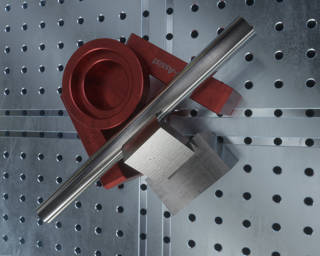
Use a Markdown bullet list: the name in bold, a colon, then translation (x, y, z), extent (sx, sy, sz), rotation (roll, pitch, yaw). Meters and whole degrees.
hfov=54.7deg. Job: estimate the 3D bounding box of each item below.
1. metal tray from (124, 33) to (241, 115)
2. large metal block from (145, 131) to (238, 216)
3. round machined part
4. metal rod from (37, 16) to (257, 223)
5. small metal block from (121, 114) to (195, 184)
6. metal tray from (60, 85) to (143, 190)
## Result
- **metal tray**: translation (0.028, -0.061, 0.367), extent (0.130, 0.090, 0.030), rotation (33, 102, 16)
- **large metal block**: translation (0.041, 0.050, 0.365), extent (0.080, 0.080, 0.050), rotation (-43, 77, 15)
- **round machined part**: translation (-0.056, -0.047, 0.349), extent (0.098, 0.042, 0.097), rotation (0, 90, 19)
- **metal rod**: translation (-0.026, 0.003, 0.325), extent (0.299, 0.025, 0.025), rotation (-42, 77, 14)
- **small metal block**: translation (-0.002, 0.022, 0.312), extent (0.050, 0.050, 0.025), rotation (-44, 32, 14)
- **metal tray**: translation (-0.065, 0.008, 0.399), extent (0.030, 0.090, 0.130), rotation (-31, 80, 17)
